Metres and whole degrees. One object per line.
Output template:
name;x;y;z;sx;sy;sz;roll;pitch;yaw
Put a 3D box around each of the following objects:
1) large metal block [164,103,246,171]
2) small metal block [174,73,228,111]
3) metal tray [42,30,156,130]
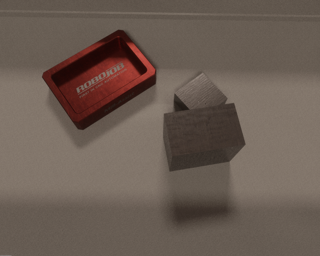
large metal block;0.048;0.014;0.376;0.081;0.080;0.050;-9;71;-4
small metal block;0.055;-0.039;0.425;0.050;0.025;0.050;-37;75;-13
metal tray;-0.082;-0.069;0.431;0.131;0.030;0.090;-34;74;-12
